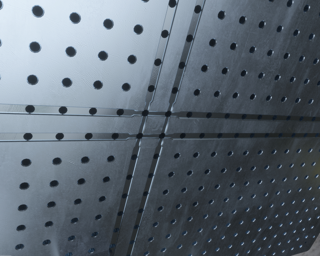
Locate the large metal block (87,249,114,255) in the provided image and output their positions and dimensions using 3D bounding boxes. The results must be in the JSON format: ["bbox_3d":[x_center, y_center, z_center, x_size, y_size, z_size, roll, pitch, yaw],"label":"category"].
[{"bbox_3d":[-0.103,0.244,0.472,0.081,0.080,0.050,-5,121,-26],"label":"large metal block"}]
